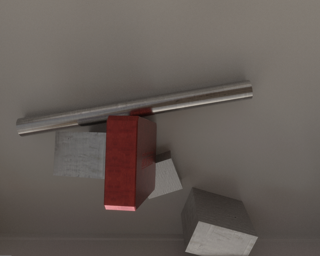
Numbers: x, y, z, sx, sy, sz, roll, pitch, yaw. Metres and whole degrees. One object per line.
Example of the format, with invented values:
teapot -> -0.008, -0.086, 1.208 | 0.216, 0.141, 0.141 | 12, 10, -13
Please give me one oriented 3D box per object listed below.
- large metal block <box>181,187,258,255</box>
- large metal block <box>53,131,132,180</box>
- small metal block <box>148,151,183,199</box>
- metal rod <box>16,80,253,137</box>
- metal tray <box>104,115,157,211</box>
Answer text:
large metal block -> 0.078, 0.135, 0.433 | 0.080, 0.080, 0.050 | 17, 109, -7
large metal block -> -0.070, 0.031, 0.377 | 0.080, 0.080, 0.050 | 2, 88, 14
small metal block -> 0.000, 0.066, 0.436 | 0.050, 0.025, 0.050 | -19, 109, 6
metal rod -> -0.034, -0.025, 0.401 | 0.302, 0.025, 0.025 | -9, 110, 3
metal tray -> -0.028, 0.035, 0.353 | 0.030, 0.130, 0.089 | 1, 88, 7
